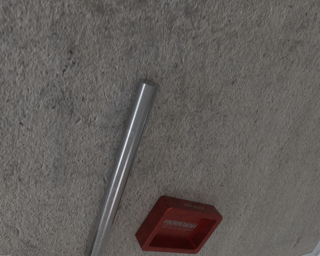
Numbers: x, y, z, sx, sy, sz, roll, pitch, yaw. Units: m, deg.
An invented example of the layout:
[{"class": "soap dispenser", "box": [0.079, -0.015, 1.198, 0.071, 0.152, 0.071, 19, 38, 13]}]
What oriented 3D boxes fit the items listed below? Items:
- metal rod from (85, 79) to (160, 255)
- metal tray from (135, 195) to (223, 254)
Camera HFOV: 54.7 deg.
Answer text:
[{"class": "metal rod", "box": [-0.059, 0.077, 0.421, 0.025, 0.025, 0.298, 6, 116, -31]}, {"class": "metal tray", "box": [0.035, 0.168, 0.526, 0.131, 0.030, 0.090, 21, 107, -36]}]
